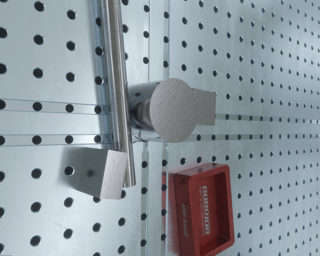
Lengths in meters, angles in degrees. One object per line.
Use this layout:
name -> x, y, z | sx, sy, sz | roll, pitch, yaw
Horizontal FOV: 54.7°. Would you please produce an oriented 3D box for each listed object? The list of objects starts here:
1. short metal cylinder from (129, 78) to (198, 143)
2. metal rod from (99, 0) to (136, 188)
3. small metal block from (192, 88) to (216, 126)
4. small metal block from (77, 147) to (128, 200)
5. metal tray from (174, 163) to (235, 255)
short metal cylinder -> 0.003, -0.021, 0.397 | 0.081, 0.050, 0.079 | 0, 90, -40
metal rod -> -0.053, -0.079, 0.365 | 0.025, 0.025, 0.298 | -8, 95, -40
small metal block -> 0.056, -0.030, 0.459 | 0.050, 0.025, 0.050 | 5, 87, -40
small metal block -> -0.064, 0.049, 0.341 | 0.025, 0.050, 0.050 | 15, 81, -40
metal tray -> 0.070, 0.125, 0.466 | 0.091, 0.030, 0.129 | -9, 96, -40
